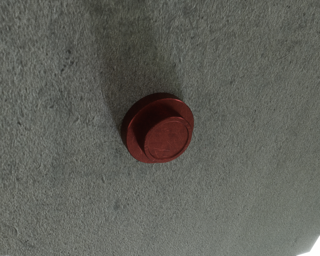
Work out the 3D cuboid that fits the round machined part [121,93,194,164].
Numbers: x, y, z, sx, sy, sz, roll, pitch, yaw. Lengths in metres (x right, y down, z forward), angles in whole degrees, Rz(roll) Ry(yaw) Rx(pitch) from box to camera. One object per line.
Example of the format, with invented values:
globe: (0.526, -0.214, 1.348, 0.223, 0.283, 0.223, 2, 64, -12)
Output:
round machined part: (0.002, 0.007, 0.404, 0.099, 0.042, 0.097, -14, 125, -21)
